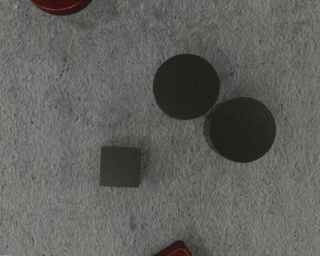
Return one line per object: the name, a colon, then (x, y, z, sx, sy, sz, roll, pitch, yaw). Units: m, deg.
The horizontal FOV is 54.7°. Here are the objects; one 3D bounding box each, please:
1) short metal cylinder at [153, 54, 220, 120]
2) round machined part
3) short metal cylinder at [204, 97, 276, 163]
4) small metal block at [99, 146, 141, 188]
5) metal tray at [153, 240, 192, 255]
short metal cylinder: (0.032, -0.050, 0.398, 0.081, 0.050, 0.080, 0, 90, 0)
round machined part: (-0.127, -0.193, 0.400, 0.099, 0.042, 0.097, 0, 90, 0)
short metal cylinder: (0.100, 0.002, 0.398, 0.081, 0.050, 0.080, 0, 90, 0)
small metal block: (-0.052, 0.051, 0.410, 0.050, 0.025, 0.050, 3, 90, 0)
metal tray: (0.025, 0.228, 0.407, 0.090, 0.030, 0.130, -32, 90, 0)
